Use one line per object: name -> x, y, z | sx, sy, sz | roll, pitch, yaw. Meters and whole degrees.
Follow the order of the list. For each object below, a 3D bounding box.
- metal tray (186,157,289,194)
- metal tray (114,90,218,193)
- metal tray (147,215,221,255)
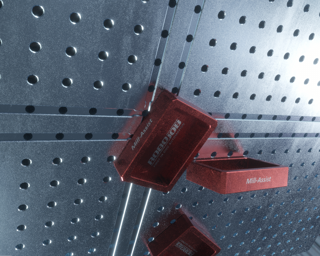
metal tray -> 0.118, 0.069, 0.475 | 0.131, 0.090, 0.030 | 0, 95, -29
metal tray -> 0.009, 0.023, 0.428 | 0.090, 0.030, 0.129 | 25, 105, -37
metal tray -> 0.048, 0.224, 0.575 | 0.090, 0.030, 0.130 | -42, 130, 0
